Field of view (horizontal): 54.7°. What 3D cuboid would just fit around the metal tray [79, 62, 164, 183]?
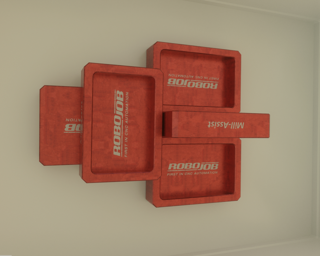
[{"bbox_3d":[-0.044,-0.005,0.358,0.091,0.030,0.129,1,90,-21],"label":"metal tray"}]

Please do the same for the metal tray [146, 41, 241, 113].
[{"bbox_3d":[0.048,-0.064,0.425,0.131,0.030,0.089,1,90,-21],"label":"metal tray"}]

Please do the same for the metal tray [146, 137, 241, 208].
[{"bbox_3d":[0.048,0.056,0.425,0.131,0.030,0.089,1,90,-21],"label":"metal tray"}]

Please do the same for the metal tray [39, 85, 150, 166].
[{"bbox_3d":[-0.076,-0.003,0.377,0.131,0.030,0.089,0,90,-21],"label":"metal tray"}]

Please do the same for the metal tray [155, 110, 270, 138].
[{"bbox_3d":[0.061,-0.004,0.397,0.131,0.090,0.030,1,90,-20],"label":"metal tray"}]
